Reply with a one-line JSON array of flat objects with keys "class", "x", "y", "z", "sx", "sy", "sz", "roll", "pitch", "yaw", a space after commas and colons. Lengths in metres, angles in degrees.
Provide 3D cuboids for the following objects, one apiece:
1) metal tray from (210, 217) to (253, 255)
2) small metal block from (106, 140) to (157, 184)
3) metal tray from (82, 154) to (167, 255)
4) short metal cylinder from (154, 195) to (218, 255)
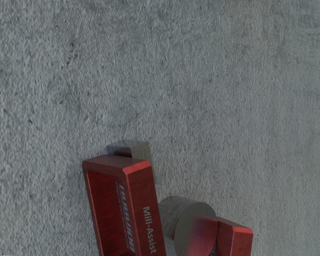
[{"class": "metal tray", "x": 0.081, "y": 0.194, "z": 0.427, "sx": 0.030, "sy": 0.090, "sz": 0.129, "roll": 13, "pitch": 81, "yaw": -18}, {"class": "small metal block", "x": -0.034, "y": 0.042, "z": 0.360, "sx": 0.025, "sy": 0.050, "sz": 0.050, "roll": -18, "pitch": 102, "yaw": -39}, {"class": "metal tray", "x": -0.039, "y": 0.097, "z": 0.330, "sx": 0.030, "sy": 0.090, "sz": 0.129, "roll": -15, "pitch": 100, "yaw": -39}, {"class": "short metal cylinder", "x": 0.032, "y": 0.135, "z": 0.415, "sx": 0.081, "sy": 0.050, "sz": 0.080, "roll": 0, "pitch": 90, "yaw": -40}]
